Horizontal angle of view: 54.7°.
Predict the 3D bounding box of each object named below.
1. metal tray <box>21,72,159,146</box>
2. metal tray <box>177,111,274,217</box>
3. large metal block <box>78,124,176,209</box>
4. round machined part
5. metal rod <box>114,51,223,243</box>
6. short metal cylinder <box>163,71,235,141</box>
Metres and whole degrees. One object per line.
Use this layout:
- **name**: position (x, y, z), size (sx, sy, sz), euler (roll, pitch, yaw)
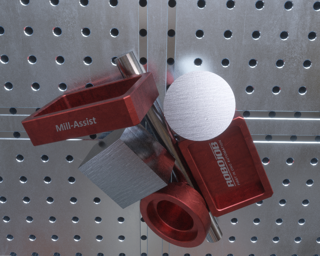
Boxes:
- **metal tray**: position (-0.075, -0.023, 0.350), size (0.130, 0.090, 0.030), euler (-11, 112, 19)
- **metal tray**: position (0.090, 0.051, 0.427), size (0.090, 0.030, 0.129), euler (-24, 109, 8)
- **large metal block**: position (-0.041, 0.045, 0.393), size (0.080, 0.050, 0.080), euler (-34, 108, 30)
- **round machined part**: position (0.025, 0.114, 0.427), size (0.098, 0.042, 0.097), euler (17, 129, 23)
- **metal rod**: position (0.019, 0.038, 0.423), size (0.025, 0.025, 0.299), euler (-24, 109, 8)
- **short metal cylinder**: position (0.048, -0.024, 0.372), size (0.080, 0.050, 0.080), euler (-1, 86, 11)
